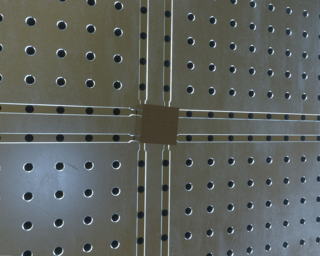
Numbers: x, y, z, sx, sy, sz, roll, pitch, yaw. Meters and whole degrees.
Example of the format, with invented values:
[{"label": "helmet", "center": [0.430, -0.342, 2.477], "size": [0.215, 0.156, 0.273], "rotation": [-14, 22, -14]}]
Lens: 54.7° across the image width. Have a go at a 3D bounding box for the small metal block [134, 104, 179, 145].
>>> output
[{"label": "small metal block", "center": [-0.004, -0.004, 0.412], "size": [0.050, 0.025, 0.050], "rotation": [5, 88, -20]}]
